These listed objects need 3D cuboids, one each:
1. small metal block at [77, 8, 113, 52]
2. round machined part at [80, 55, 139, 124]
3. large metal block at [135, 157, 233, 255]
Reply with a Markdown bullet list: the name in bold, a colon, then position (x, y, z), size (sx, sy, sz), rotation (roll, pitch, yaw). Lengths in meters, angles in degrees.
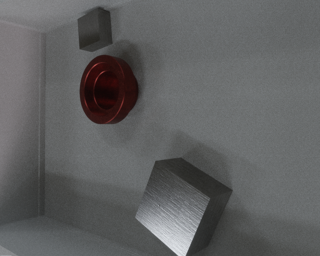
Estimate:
- **small metal block**: position (-0.103, -0.153, 0.489), size (0.050, 0.025, 0.050), rotation (-8, 85, 39)
- **round machined part**: position (-0.070, -0.054, 0.451), size (0.098, 0.042, 0.097), rotation (0, 90, 39)
- **large metal block**: position (0.026, 0.091, 0.367), size (0.080, 0.050, 0.079), rotation (31, 109, 35)
